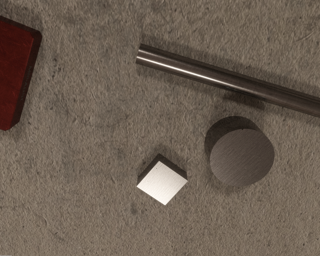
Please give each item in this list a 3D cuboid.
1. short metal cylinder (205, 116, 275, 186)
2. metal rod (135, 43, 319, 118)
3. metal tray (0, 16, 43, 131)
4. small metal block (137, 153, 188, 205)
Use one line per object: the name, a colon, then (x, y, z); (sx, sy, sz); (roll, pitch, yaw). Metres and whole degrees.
short metal cylinder: (0.102, 0.030, 0.409); (0.081, 0.050, 0.079); (0, 110, -1)
metal rod: (0.118, -0.051, 0.392); (0.302, 0.025, 0.025); (15, 109, -6)
metal tray: (-0.208, -0.071, 0.378); (0.091, 0.030, 0.129); (21, 109, -8)
small metal block: (0.003, 0.072, 0.437); (0.050, 0.025, 0.050); (36, 106, -13)
